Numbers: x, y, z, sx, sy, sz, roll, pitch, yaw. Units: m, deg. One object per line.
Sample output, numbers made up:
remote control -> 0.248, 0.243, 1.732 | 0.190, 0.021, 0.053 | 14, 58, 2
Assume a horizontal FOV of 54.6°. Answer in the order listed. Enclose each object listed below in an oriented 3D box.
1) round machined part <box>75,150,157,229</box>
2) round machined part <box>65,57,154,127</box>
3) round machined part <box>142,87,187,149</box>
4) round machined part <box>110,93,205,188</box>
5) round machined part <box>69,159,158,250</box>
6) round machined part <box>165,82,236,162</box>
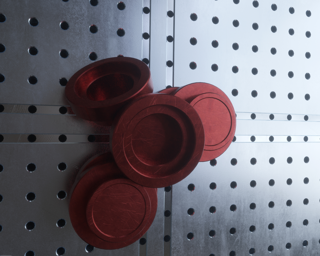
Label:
round machined part -> -0.049, 0.075, 0.363 | 0.099, 0.042, 0.097 | 0, 90, -20
round machined part -> -0.056, -0.039, 0.362 | 0.099, 0.098, 0.042 | -29, 135, -18
round machined part -> 0.023, -0.003, 0.390 | 0.099, 0.042, 0.097 | 0, 90, -20
round machined part -> -0.005, 0.011, 0.333 | 0.099, 0.042, 0.097 | -3, 99, -17
round machined part -> -0.048, 0.085, 0.340 | 0.099, 0.042, 0.097 | 0, 90, -20
round machined part -> 0.051, -0.007, 0.376 | 0.099, 0.042, 0.097 | 0, 89, -20
